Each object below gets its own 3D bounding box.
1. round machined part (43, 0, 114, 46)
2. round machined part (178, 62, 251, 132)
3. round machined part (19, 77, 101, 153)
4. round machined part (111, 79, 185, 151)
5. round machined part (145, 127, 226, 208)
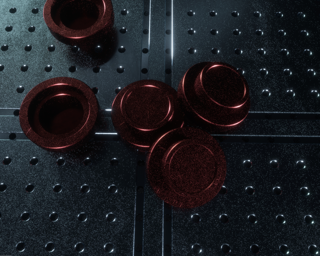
[{"bbox_3d":[-0.117,-0.162,0.461,0.099,0.042,0.098,0,70,-1],"label":"round machined part"},{"bbox_3d":[0.076,-0.047,0.406,0.099,0.042,0.098,8,63,-16],"label":"round machined part"},{"bbox_3d":[-0.126,-0.015,0.406,0.099,0.042,0.098,0,70,-1],"label":"round machined part"},{"bbox_3d":[-0.016,-0.022,0.410,0.099,0.042,0.098,0,70,0],"label":"round machined part"},{"bbox_3d":[0.034,0.047,0.370,0.099,0.042,0.097,1,85,-12],"label":"round machined part"}]
